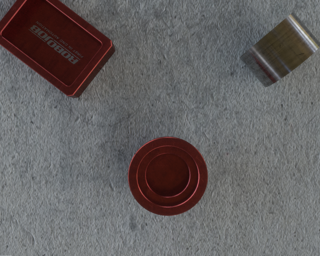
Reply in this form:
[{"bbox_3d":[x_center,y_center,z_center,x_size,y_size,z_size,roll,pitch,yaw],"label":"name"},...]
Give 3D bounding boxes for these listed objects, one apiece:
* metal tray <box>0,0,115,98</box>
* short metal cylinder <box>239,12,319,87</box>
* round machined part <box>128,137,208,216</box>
[{"bbox_3d":[-0.137,-0.112,0.406,0.130,0.030,0.090,38,90,0],"label":"metal tray"},{"bbox_3d":[0.147,-0.096,0.384,0.080,0.080,0.050,-40,90,0],"label":"short metal cylinder"},{"bbox_3d":[0.010,0.059,0.402,0.099,0.042,0.097,0,90,0],"label":"round machined part"}]
